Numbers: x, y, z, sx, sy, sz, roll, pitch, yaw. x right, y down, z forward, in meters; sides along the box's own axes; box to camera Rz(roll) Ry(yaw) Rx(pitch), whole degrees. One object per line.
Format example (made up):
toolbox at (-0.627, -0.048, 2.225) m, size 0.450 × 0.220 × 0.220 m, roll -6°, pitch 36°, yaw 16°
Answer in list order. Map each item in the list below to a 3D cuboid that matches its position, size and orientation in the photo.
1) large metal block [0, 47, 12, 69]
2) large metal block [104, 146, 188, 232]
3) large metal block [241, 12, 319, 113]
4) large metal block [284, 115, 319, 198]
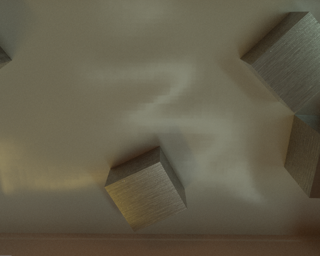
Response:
large metal block at (-0.234, -0.070, 0.354) m, size 0.080 × 0.080 × 0.050 m, roll -32°, pitch 107°, yaw 11°
large metal block at (-0.018, 0.084, 0.429) m, size 0.080 × 0.050 × 0.080 m, roll -26°, pitch 108°, yaw 9°
large metal block at (0.159, -0.079, 0.370) m, size 0.080 × 0.050 × 0.080 m, roll 43°, pitch 104°, yaw -14°
large metal block at (0.206, 0.034, 0.396) m, size 0.050 × 0.080 × 0.079 m, roll 2°, pitch 110°, yaw -1°
